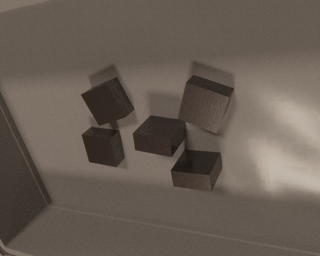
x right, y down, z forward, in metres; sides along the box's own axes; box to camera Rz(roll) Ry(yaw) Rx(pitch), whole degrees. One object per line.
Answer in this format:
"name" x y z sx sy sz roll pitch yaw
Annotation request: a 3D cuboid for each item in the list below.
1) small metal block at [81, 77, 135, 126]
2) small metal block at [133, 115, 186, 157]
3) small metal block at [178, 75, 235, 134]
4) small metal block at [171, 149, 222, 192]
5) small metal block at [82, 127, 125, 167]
"small metal block" -0.071 -0.035 0.423 0.050 0.025 0.050 -16 111 34
"small metal block" 0.001 0.009 0.397 0.050 0.050 0.025 9 122 23
"small metal block" 0.053 -0.028 0.363 0.050 0.025 0.050 22 127 14
"small metal block" 0.048 0.053 0.399 0.050 0.050 0.025 3 120 26
"small metal block" -0.085 0.028 0.469 0.050 0.025 0.050 7 121 24
